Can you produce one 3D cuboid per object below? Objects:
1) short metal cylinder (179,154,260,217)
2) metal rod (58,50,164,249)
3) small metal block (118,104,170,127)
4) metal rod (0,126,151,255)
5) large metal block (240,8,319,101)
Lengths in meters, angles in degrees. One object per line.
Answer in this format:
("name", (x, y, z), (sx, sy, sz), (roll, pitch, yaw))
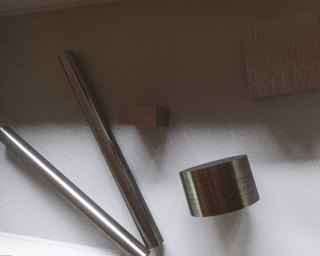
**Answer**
("short metal cylinder", (0.067, 0.065, 0.357), (0.080, 0.080, 0.050), (-17, 85, 19))
("metal rod", (-0.073, 0.024, 0.434), (0.025, 0.025, 0.299), (-30, 81, 17))
("small metal block", (-0.020, -0.016, 0.403), (0.050, 0.050, 0.025), (4, 92, 19))
("metal rod", (-0.136, 0.088, 0.446), (0.300, 0.025, 0.025), (35, 101, 20))
("large metal block", (0.139, -0.077, 0.348), (0.080, 0.050, 0.080), (-8, 87, 19))
